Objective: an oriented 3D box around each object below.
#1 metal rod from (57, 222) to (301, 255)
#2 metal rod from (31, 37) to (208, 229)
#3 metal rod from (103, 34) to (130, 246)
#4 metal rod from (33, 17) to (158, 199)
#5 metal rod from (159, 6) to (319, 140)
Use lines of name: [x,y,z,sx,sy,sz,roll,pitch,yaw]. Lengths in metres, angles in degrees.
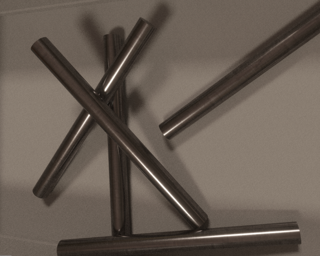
metal rod: [0.013,0.142,0.386,0.301,0.025,0.025,-9,87,12]
metal rod: [-0.049,0.008,0.388,0.025,0.025,0.300,-41,92,15]
metal rod: [-0.060,0.021,0.430,0.025,0.025,0.298,-3,89,19]
metal rod: [-0.098,-0.013,0.422,0.025,0.025,0.299,43,111,14]
metal rod: [0.123,-0.080,0.367,0.300,0.025,0.025,-36,79,16]
